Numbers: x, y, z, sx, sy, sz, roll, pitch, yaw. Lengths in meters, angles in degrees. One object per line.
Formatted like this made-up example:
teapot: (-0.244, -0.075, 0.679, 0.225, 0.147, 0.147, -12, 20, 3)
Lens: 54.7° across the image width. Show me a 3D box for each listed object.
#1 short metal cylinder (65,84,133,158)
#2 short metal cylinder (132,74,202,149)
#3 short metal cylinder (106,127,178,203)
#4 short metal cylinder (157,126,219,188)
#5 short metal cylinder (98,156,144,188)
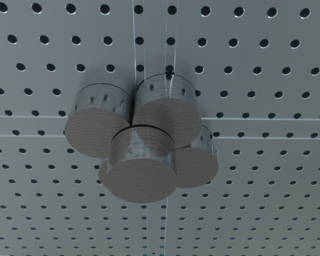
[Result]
short metal cylinder: (-0.072, -0.008, 0.387, 0.081, 0.050, 0.079, 0, 130, 0)
short metal cylinder: (0.008, -0.018, 0.379, 0.081, 0.050, 0.079, 0, 130, 0)
short metal cylinder: (-0.021, 0.045, 0.365, 0.081, 0.050, 0.079, -1, 132, -1)
short metal cylinder: (0.037, 0.038, 0.428, 0.081, 0.050, 0.079, 0, 130, 0)
short metal cylinder: (-0.043, 0.049, 0.435, 0.081, 0.050, 0.079, 0, 130, 0)
